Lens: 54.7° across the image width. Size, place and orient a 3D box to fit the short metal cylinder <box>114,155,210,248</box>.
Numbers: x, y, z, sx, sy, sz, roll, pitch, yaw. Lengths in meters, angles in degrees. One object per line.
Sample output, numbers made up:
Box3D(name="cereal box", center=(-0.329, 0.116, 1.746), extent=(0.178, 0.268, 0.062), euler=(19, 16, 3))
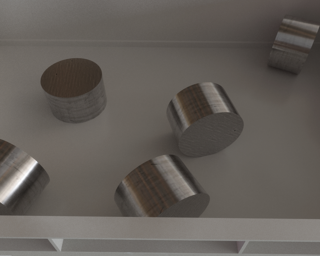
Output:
Box3D(name="short metal cylinder", center=(0.002, 0.072, 0.308), extent=(0.081, 0.080, 0.050), euler=(-25, 55, -19))

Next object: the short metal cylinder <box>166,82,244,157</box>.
Box3D(name="short metal cylinder", center=(0.053, -0.009, 0.377), extent=(0.081, 0.080, 0.050), euler=(-12, 51, -10))

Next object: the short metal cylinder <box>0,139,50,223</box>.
Box3D(name="short metal cylinder", center=(-0.165, 0.055, 0.322), extent=(0.080, 0.080, 0.050), euler=(18, 53, 15))

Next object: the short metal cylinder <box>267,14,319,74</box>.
Box3D(name="short metal cylinder", center=(0.205, -0.129, 0.479), extent=(0.050, 0.080, 0.080), euler=(22, 53, 17))

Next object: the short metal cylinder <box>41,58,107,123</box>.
Box3D(name="short metal cylinder", center=(-0.118, -0.053, 0.432), extent=(0.080, 0.050, 0.080), euler=(0, 50, 0))
